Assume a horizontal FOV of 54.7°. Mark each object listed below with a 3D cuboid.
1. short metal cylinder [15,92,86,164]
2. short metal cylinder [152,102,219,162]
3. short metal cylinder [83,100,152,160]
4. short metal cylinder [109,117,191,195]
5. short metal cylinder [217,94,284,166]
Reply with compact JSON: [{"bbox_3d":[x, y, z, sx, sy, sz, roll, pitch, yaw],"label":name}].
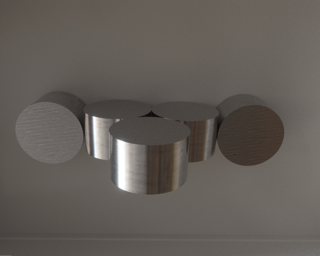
[{"bbox_3d":[-0.132,-0.002,0.394,0.081,0.050,0.079,0,110,0],"label":"short metal cylinder"},{"bbox_3d":[0.030,0.002,0.381,0.081,0.080,0.050,2,110,-1],"label":"short metal cylinder"},{"bbox_3d":[-0.051,0.000,0.379,0.081,0.080,0.050,2,110,-1],"label":"short metal cylinder"},{"bbox_3d":[-0.011,0.025,0.316,0.081,0.080,0.050,2,110,-1],"label":"short metal cylinder"},{"bbox_3d":[0.110,0.002,0.398,0.081,0.050,0.079,0,110,0],"label":"short metal cylinder"}]
